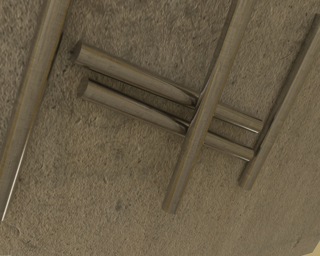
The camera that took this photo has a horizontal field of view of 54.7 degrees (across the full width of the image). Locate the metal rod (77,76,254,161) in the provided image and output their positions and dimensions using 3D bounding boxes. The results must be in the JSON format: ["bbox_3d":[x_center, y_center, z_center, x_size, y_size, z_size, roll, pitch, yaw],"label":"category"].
[{"bbox_3d":[0.030,-0.001,0.422,0.302,0.025,0.025,21,107,-36],"label":"metal rod"}]

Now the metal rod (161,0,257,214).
[{"bbox_3d":[0.054,-0.014,0.393,0.025,0.025,0.298,2,117,-30],"label":"metal rod"}]

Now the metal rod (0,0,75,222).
[{"bbox_3d":[-0.134,-0.027,0.316,0.025,0.025,0.298,12,112,-34],"label":"metal rod"}]

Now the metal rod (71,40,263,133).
[{"bbox_3d":[0.033,-0.040,0.399,0.302,0.025,0.025,17,109,-35],"label":"metal rod"}]

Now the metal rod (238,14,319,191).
[{"bbox_3d":[0.193,-0.027,0.495,0.025,0.025,0.298,4,117,-30],"label":"metal rod"}]
